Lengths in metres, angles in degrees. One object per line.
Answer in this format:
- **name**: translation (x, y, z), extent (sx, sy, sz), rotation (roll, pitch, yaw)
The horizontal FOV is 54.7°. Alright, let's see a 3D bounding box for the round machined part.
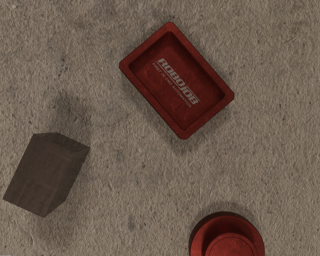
- **round machined part**: translation (0.088, 0.163, 0.403), extent (0.099, 0.042, 0.097), rotation (0, 90, -1)

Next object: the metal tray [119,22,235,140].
- **metal tray**: translation (0.021, -0.060, 0.407), extent (0.090, 0.030, 0.130), rotation (-41, 91, 0)

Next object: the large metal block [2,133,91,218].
- **large metal block**: translation (-0.134, 0.053, 0.381), extent (0.050, 0.080, 0.080), rotation (25, 90, -1)
